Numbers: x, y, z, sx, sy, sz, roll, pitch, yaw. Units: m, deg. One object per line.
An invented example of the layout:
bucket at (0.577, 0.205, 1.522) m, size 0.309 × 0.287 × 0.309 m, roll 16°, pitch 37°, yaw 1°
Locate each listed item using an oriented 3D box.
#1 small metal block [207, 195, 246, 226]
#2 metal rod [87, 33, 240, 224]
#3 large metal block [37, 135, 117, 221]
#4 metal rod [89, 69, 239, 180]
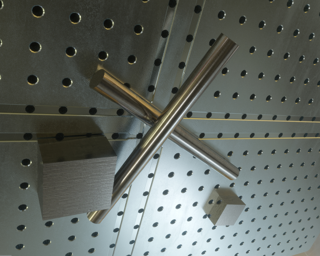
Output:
small metal block at (0.124, 0.154, 0.578) m, size 0.050 × 0.025 × 0.050 m, roll 11°, pitch 113°, yaw -34°
metal rod at (-0.008, 0.015, 0.387) m, size 0.025 × 0.025 × 0.299 m, roll 21°, pitch 116°, yaw -36°
large metal block at (-0.103, 0.058, 0.376) m, size 0.081 × 0.050 × 0.079 m, roll -4°, pitch 120°, yaw -27°
metal rod at (0.027, 0.012, 0.435) m, size 0.301 × 0.025 × 0.025 m, roll 34°, pitch 99°, yaw -39°
